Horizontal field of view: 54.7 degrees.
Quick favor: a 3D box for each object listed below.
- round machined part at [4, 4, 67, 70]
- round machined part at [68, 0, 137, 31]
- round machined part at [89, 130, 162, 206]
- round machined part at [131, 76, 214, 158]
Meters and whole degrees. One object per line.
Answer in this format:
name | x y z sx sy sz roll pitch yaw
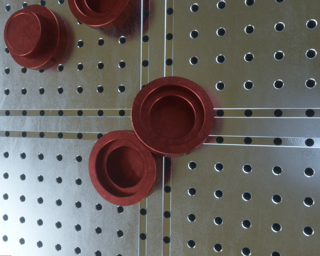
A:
round machined part | -0.195 -0.139 0.470 0.098 0.042 0.097 0 90 19
round machined part | -0.074 -0.184 0.429 0.098 0.042 0.097 0 90 19
round machined part | -0.043 0.051 0.416 0.098 0.042 0.097 1 92 22
round machined part | 0.015 -0.011 0.385 0.099 0.042 0.098 0 74 0
